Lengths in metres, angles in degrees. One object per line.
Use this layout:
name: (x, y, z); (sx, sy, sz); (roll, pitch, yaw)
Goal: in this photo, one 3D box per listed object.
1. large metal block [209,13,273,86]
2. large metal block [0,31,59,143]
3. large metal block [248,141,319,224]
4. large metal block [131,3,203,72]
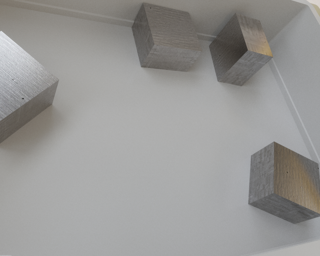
large metal block: (0.132, -0.129, 0.520); (0.050, 0.080, 0.080); (7, 59, -25)
large metal block: (-0.169, -0.042, 0.324); (0.080, 0.050, 0.080); (40, 51, -1)
large metal block: (0.175, 0.078, 0.436); (0.080, 0.050, 0.080); (25, 53, -13)
large metal block: (0.009, -0.137, 0.478); (0.081, 0.050, 0.080); (0, 62, -28)
